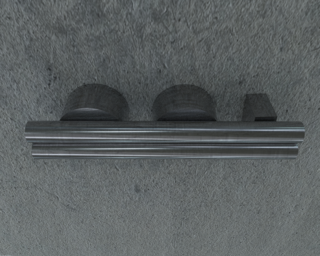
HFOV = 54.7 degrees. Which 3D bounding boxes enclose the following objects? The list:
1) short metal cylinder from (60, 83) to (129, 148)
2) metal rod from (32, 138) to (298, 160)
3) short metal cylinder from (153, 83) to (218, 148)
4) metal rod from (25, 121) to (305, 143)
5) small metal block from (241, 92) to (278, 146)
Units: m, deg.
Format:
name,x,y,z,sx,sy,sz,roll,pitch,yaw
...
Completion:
name,x,y,z,sx,sy,sz,roll,pitch,yaw
short metal cylinder,-0.080,-0.008,0.384,0.081,0.050,0.079,0,130,0
metal rod,0.006,0.024,0.363,0.302,0.025,0.025,0,130,-1
short metal cylinder,0.030,-0.008,0.386,0.081,0.050,0.079,0,130,0
metal rod,0.006,0.004,0.346,0.302,0.025,0.025,0,130,-1
small metal block,0.121,-0.010,0.387,0.025,0.050,0.050,-1,130,1
